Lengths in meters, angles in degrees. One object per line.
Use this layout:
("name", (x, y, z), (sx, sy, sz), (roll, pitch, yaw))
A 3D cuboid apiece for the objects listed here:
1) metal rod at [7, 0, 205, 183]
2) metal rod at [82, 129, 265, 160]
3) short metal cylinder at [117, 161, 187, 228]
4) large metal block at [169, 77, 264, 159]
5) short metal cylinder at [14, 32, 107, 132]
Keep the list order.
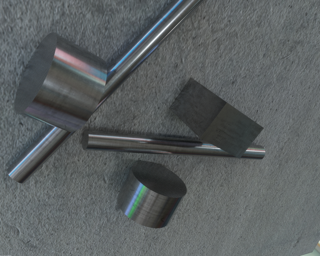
("metal rod", (-0.056, -0.052, 0.343), (0.300, 0.025, 0.025), (-45, 129, 3))
("metal rod", (0.040, 0.028, 0.445), (0.302, 0.025, 0.025), (6, 115, -31))
("short metal cylinder", (-0.011, 0.088, 0.420), (0.081, 0.080, 0.050), (14, 111, -34))
("large metal block", (0.072, -0.013, 0.402), (0.080, 0.080, 0.050), (26, 104, -37))
("short metal cylinder", (-0.095, -0.042, 0.294), (0.050, 0.080, 0.080), (25, 105, -37))
